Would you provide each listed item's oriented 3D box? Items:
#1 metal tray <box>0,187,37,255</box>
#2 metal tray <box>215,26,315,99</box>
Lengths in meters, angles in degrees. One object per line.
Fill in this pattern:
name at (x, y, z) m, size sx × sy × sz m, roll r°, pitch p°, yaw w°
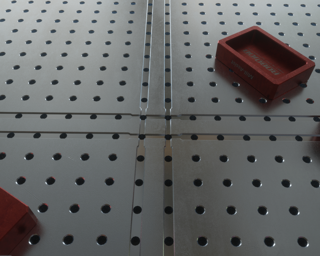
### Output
metal tray at (-0.210, 0.094, 0.323) m, size 0.130 × 0.030 × 0.090 m, roll 26°, pitch 54°, yaw 19°
metal tray at (0.165, -0.110, 0.498) m, size 0.091 × 0.030 × 0.130 m, roll -27°, pitch 55°, yaw -22°
